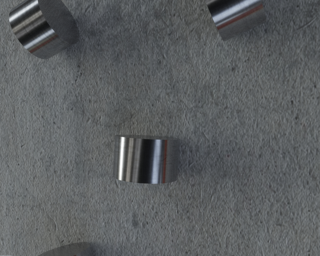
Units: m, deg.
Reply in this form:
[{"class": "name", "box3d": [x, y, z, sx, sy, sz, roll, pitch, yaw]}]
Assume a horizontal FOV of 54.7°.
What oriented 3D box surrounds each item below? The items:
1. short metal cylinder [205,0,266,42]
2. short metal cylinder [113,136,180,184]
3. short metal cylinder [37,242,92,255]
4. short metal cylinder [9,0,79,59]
[{"class": "short metal cylinder", "box3d": [0.081, -0.146, 0.351, 0.050, 0.080, 0.080, -22, 83, 19]}, {"class": "short metal cylinder", "box3d": [-0.017, 0.036, 0.386, 0.080, 0.080, 0.050, 4, 92, 20]}, {"class": "short metal cylinder", "box3d": [-0.132, 0.197, 0.426, 0.080, 0.080, 0.050, -14, 85, 19]}, {"class": "short metal cylinder", "box3d": [-0.161, -0.144, 0.436, 0.050, 0.080, 0.080, -23, 83, 19]}]
